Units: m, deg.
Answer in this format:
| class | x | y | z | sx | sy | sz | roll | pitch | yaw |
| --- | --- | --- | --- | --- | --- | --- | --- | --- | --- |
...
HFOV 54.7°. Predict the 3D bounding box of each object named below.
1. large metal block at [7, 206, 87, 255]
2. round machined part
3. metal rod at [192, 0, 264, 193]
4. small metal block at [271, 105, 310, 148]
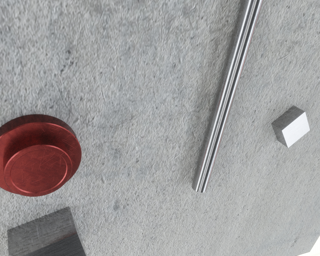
| class | x | y | z | sx | sy | sz | roll | pitch | yaw |
| --- | --- | --- | --- | --- | --- | --- | --- | --- | --- |
| large metal block | -0.146 | 0.164 | 0.413 | 0.081 | 0.050 | 0.079 | -19 | 126 | -18 |
| round machined part | -0.137 | 0.037 | 0.345 | 0.099 | 0.042 | 0.097 | -14 | 125 | -21 |
| metal rod | 0.089 | -0.034 | 0.436 | 0.025 | 0.025 | 0.298 | -4 | 120 | -27 |
| small metal block | 0.225 | -0.002 | 0.532 | 0.050 | 0.025 | 0.050 | -39 | 130 | -2 |
